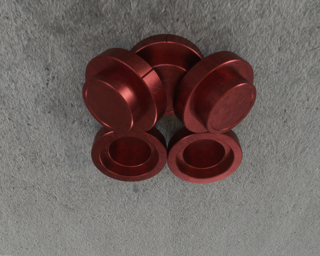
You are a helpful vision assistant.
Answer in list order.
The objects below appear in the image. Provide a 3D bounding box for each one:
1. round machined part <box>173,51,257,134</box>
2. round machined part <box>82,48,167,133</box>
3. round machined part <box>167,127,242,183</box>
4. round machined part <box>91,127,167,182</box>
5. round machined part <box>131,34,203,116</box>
[{"bbox_3d":[0.067,-0.032,0.343,0.099,0.042,0.097,-24,141,-21],"label":"round machined part"},{"bbox_3d":[-0.045,-0.033,0.337,0.098,0.042,0.097,24,139,23],"label":"round machined part"},{"bbox_3d":[0.059,0.029,0.423,0.099,0.042,0.097,-1,130,0],"label":"round machined part"},{"bbox_3d":[-0.040,0.025,0.418,0.099,0.042,0.097,-1,130,0],"label":"round machined part"},{"bbox_3d":[0.006,-0.052,0.352,0.099,0.042,0.097,-1,130,0],"label":"round machined part"}]
